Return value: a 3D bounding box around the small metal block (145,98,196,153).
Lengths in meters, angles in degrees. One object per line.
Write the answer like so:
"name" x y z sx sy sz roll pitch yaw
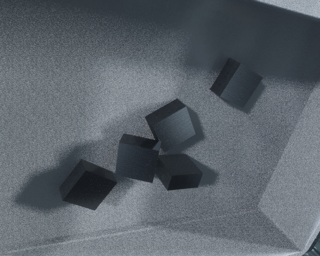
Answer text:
"small metal block" 0.014 -0.003 0.414 0.050 0.025 0.050 -30 129 -9

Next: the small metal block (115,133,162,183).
"small metal block" -0.028 0.039 0.403 0.050 0.025 0.050 12 117 2

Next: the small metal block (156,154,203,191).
"small metal block" 0.025 0.062 0.444 0.050 0.050 0.025 1 118 -29

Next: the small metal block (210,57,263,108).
"small metal block" 0.106 -0.062 0.428 0.050 0.025 0.050 20 108 -36

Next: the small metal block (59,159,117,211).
"small metal block" -0.093 0.075 0.404 0.050 0.025 0.050 32 101 -38
